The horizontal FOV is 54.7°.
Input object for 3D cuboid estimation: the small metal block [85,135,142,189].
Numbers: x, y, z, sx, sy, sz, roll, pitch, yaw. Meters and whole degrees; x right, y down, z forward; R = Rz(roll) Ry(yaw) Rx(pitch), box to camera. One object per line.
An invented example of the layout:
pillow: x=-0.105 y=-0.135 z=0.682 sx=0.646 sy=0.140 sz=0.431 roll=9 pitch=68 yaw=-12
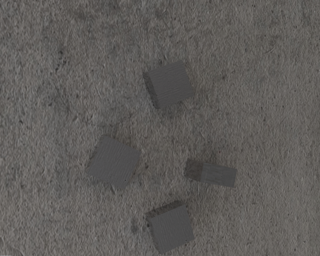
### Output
small metal block: x=-0.059 y=0.042 z=0.387 sx=0.050 sy=0.025 sz=0.050 roll=27 pitch=81 yaw=-18

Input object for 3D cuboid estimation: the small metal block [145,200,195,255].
small metal block: x=0.013 y=0.131 z=0.414 sx=0.050 sy=0.025 sz=0.050 roll=-18 pitch=96 yaw=-19

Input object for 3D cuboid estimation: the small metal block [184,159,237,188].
small metal block: x=0.067 y=0.061 z=0.421 sx=0.050 sy=0.050 sz=0.025 roll=13 pitch=86 yaw=-20

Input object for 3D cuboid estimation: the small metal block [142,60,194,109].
small metal block: x=0.011 y=-0.057 z=0.413 sx=0.050 sy=0.025 sz=0.050 roll=-23 pitch=98 yaw=-19
